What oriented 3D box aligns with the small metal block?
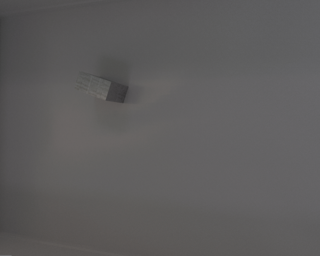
[{"bbox_3d":[-0.079,-0.055,0.426,0.050,0.050,0.025,21,97,19],"label":"small metal block"}]
